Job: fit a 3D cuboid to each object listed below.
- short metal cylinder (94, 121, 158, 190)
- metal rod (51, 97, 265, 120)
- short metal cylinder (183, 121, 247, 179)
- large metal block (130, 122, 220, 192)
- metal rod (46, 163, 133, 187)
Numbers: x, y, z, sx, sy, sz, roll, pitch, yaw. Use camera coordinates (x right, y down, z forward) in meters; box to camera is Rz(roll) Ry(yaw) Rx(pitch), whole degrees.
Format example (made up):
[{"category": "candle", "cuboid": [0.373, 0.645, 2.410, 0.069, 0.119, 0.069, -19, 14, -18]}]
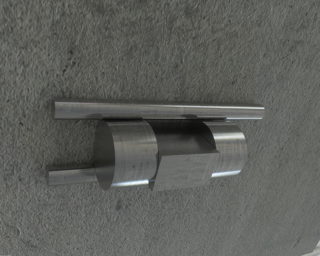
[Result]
[{"category": "short metal cylinder", "cuboid": [-0.043, 0.031, 0.368, 0.050, 0.080, 0.079, -1, 119, -28]}, {"category": "metal rod", "cuboid": [0.018, -0.023, 0.404, 0.303, 0.025, 0.025, -1, 119, -28]}, {"category": "short metal cylinder", "cuboid": [0.073, 0.030, 0.430, 0.050, 0.080, 0.079, -1, 119, -28]}, {"category": "large metal block", "cuboid": [0.015, 0.033, 0.398, 0.081, 0.080, 0.050, 0, 119, -29]}, {"category": "metal rod", "cuboid": [-0.002, 0.056, 0.442, 0.303, 0.025, 0.025, -1, 119, -28]}]
